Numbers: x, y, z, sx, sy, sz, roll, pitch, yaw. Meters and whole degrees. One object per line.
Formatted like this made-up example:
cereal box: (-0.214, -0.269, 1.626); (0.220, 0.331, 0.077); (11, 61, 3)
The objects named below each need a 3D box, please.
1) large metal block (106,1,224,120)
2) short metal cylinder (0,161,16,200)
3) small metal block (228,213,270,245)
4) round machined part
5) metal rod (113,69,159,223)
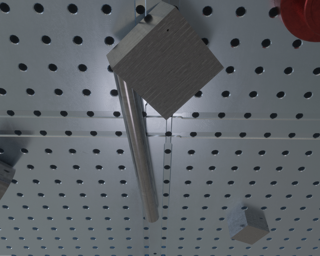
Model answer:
large metal block: (0.004, -0.069, 0.321); (0.080, 0.050, 0.080); (-43, 120, 8)
short metal cylinder: (-0.253, 0.081, 0.442); (0.050, 0.080, 0.080); (37, 121, -27)
small metal block: (0.164, 0.188, 0.573); (0.050, 0.025, 0.050); (22, 127, -18)
round machined part: (0.166, -0.127, 0.294); (0.099, 0.042, 0.097); (0, 130, 0)
metal rod: (-0.028, 0.042, 0.447); (0.025, 0.025, 0.298); (-4, 130, 3)
